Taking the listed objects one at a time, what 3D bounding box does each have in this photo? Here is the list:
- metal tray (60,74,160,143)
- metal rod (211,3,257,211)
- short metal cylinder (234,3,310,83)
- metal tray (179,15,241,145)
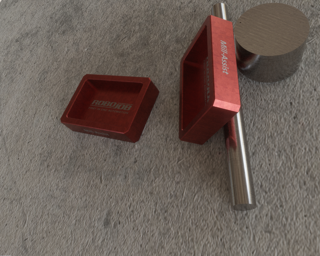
[{"bbox_3d":[-0.076,-0.033,0.458,0.130,0.030,0.090,9,66,31],"label":"metal tray"},{"bbox_3d":[0.086,-0.049,0.387,0.025,0.025,0.299,-12,56,21],"label":"metal rod"},{"bbox_3d":[0.131,-0.102,0.371,0.080,0.050,0.080,-6,62,11],"label":"short metal cylinder"},{"bbox_3d":[0.054,-0.056,0.370,0.030,0.090,0.130,13,59,-16],"label":"metal tray"}]
